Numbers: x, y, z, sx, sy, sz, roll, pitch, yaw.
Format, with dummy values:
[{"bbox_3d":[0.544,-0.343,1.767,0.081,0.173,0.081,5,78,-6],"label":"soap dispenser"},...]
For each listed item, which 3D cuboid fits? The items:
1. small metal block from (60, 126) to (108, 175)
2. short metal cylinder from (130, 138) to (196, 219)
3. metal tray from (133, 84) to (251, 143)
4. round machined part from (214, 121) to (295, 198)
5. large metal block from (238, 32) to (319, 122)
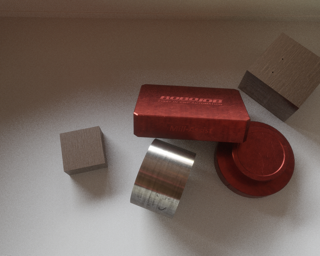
[{"bbox_3d":[-0.097,0.029,0.398,0.050,0.025,0.050,-11,71,-5],"label":"small metal block"},{"bbox_3d":[0.005,0.058,0.359,0.050,0.080,0.080,20,71,7],"label":"short metal cylinder"},{"bbox_3d":[0.037,-0.021,0.387,0.131,0.030,0.090,3,30,2],"label":"metal tray"},{"bbox_3d":[0.120,0.036,0.389,0.099,0.042,0.098,0,70,-1],"label":"round machined part"},{"bbox_3d":[0.169,-0.069,0.424,0.080,0.050,0.080,40,75,13],"label":"large metal block"}]
